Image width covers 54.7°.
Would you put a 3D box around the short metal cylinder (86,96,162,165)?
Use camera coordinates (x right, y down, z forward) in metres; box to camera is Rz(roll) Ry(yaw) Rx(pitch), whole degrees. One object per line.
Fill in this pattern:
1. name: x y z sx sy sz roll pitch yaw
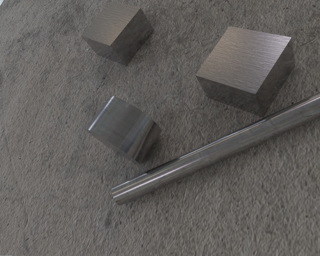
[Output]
1. short metal cylinder: -0.045 0.004 0.390 0.080 0.080 0.050 24 75 36

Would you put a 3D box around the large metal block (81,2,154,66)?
1. large metal block: -0.071 -0.160 0.524 0.080 0.050 0.080 27 76 37

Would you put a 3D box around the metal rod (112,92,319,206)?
1. metal rod: 0.080 0.019 0.350 0.300 0.025 0.025 -26 53 12

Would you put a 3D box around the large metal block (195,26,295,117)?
1. large metal block: 0.104 -0.070 0.376 0.080 0.050 0.080 26 76 37
